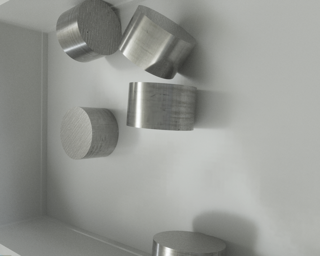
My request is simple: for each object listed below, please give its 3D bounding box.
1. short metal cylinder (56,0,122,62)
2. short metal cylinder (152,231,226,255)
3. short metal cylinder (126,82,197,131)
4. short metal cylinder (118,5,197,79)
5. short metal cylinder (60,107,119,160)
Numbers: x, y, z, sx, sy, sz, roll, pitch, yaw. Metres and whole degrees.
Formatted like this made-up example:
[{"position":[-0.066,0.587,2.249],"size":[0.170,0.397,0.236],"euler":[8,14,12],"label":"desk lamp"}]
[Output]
[{"position":[-0.103,-0.141,0.456],"size":[0.050,0.081,0.080],"euler":[-5,87,40],"label":"short metal cylinder"},{"position":[0.030,0.150,0.343],"size":[0.080,0.080,0.050],"euler":[2,85,40],"label":"short metal cylinder"},{"position":[0.002,-0.026,0.370],"size":[0.080,0.081,0.050],"euler":[7,95,40],"label":"short metal cylinder"},{"position":[-0.003,-0.103,0.374],"size":[0.080,0.081,0.050],"euler":[50,120,28],"label":"short metal cylinder"},{"position":[-0.110,0.008,0.482],"size":[0.080,0.050,0.080],"euler":[0,90,40],"label":"short metal cylinder"}]
